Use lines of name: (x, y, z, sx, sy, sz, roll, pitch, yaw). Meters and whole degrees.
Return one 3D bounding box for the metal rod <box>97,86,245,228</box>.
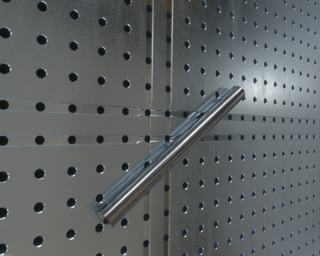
metal rod: (0.034, 0.023, 0.435, 0.302, 0.025, 0.025, -40, 115, -32)
